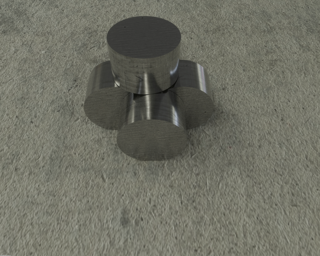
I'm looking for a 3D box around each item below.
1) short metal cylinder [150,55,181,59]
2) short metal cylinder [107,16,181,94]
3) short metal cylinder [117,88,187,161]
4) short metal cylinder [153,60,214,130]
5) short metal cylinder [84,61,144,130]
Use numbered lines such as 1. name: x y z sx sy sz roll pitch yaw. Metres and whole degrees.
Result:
1. short metal cylinder: -0.009 -0.081 0.437 0.081 0.080 0.050 -1 50 -2
2. short metal cylinder: -0.017 -0.084 0.355 0.081 0.050 0.080 0 50 0
3. short metal cylinder: -0.009 -0.003 0.371 0.081 0.080 0.050 0 50 -1
4. short metal cylinder: 0.027 -0.041 0.404 0.081 0.080 0.050 0 50 -1
5. short metal cylinder: -0.055 -0.041 0.403 0.081 0.080 0.050 -1 50 -1
